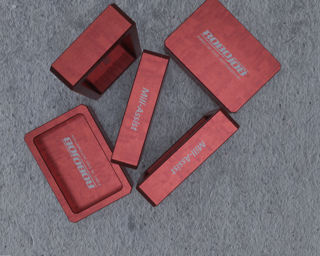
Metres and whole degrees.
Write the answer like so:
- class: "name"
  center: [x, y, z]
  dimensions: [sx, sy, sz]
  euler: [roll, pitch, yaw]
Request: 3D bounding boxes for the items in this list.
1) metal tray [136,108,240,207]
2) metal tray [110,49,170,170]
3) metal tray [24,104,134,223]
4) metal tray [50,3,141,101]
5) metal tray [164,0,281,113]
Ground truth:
- class: "metal tray"
  center: [0.030, 0.032, 0.379]
  dimensions: [0.130, 0.090, 0.030]
  euler: [-43, 90, 0]
- class: "metal tray"
  center: [-0.022, -0.021, 0.378]
  dimensions: [0.030, 0.090, 0.129]
  euler: [17, 90, 0]
- class: "metal tray"
  center: [-0.104, 0.045, 0.407]
  dimensions: [0.090, 0.030, 0.130]
  euler: [-29, 90, -1]
- class: "metal tray"
  center: [-0.065, -0.079, 0.358]
  dimensions: [0.030, 0.130, 0.090]
  euler: [44, 90, -1]
- class: "metal tray"
  center: [0.080, -0.094, 0.410]
  dimensions: [0.090, 0.030, 0.130]
  euler: [-44, 91, 0]
